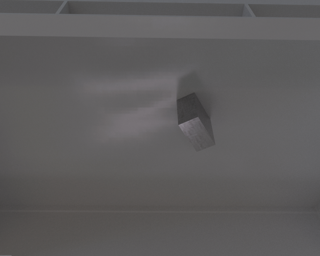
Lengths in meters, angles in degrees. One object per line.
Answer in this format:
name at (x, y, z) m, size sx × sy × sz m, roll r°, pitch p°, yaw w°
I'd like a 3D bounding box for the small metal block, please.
small metal block at (0.044, -0.008, 0.386) m, size 0.025 × 0.050 × 0.050 m, roll -23°, pitch 126°, yaw 18°
